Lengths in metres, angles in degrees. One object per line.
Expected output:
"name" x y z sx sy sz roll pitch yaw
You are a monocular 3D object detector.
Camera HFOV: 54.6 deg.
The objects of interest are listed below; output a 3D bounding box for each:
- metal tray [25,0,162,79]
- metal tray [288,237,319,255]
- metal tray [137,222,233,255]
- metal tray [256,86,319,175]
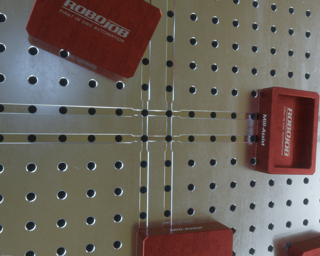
"metal tray" -0.075 -0.126 0.365 0.131 0.030 0.090 22 105 -19
"metal tray" 0.259 0.250 0.505 0.091 0.030 0.129 -6 92 -20
"metal tray" 0.035 0.182 0.423 0.131 0.030 0.090 2 90 -20
"metal tray" 0.199 0.006 0.482 0.091 0.030 0.129 4 89 -20
